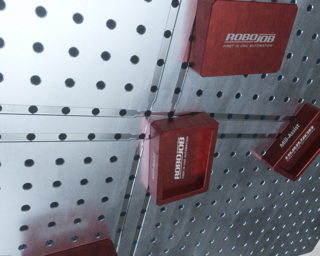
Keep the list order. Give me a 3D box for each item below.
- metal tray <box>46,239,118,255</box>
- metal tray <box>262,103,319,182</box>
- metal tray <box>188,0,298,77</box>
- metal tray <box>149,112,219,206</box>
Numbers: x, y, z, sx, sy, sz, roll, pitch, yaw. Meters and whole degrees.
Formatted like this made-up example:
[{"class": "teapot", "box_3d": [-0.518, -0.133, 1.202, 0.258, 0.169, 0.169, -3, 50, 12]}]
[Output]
[{"class": "metal tray", "box_3d": [-0.119, 0.216, 0.436, 0.131, 0.090, 0.030, -7, 122, -25]}, {"class": "metal tray", "box_3d": [0.257, 0.030, 0.564, 0.090, 0.030, 0.130, 27, 103, -37]}, {"class": "metal tray", "box_3d": [0.105, -0.115, 0.394, 0.131, 0.030, 0.089, -8, 122, -25]}, {"class": "metal tray", "box_3d": [0.032, 0.046, 0.453, 0.091, 0.030, 0.129, -11, 123, -23]}]
